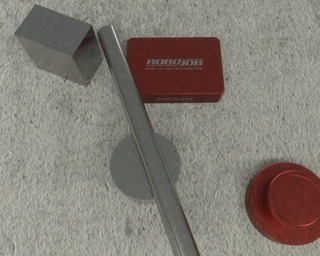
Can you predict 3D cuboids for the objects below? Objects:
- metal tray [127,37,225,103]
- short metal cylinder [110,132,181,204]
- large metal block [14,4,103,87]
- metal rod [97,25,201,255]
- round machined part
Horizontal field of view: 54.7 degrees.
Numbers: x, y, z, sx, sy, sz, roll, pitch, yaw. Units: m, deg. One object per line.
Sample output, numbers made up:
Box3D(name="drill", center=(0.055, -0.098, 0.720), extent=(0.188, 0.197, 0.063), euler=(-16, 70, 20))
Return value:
Box3D(name="metal tray", center=(0.020, -0.082, 0.436), extent=(0.131, 0.030, 0.090), euler=(-1, 70, -1))
Box3D(name="short metal cylinder", center=(-0.017, 0.050, 0.376), extent=(0.081, 0.050, 0.080), euler=(0, 70, 0))
Box3D(name="large metal block", center=(-0.131, -0.108, 0.417), extent=(0.080, 0.080, 0.050), euler=(22, 72, 7))
Box3D(name="metal rod", center=(-0.018, 0.009, 0.351), extent=(0.025, 0.025, 0.299), euler=(-19, 71, -7))
Box3D(name="round machined part", center=(0.156, 0.088, 0.369), extent=(0.099, 0.042, 0.098), euler=(0, 70, -1))
